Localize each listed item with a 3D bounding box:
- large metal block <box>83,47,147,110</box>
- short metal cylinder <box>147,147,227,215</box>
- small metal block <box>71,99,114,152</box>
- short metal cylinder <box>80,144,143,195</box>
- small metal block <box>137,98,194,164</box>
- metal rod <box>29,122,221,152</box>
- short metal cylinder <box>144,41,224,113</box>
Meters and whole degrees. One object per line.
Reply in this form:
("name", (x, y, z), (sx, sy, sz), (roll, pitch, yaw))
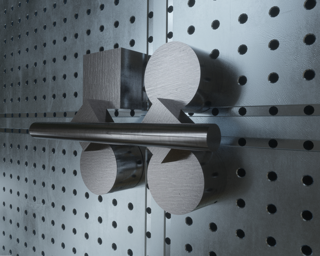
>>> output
("large metal block", (-0.066, -0.066, 0.447), (0.080, 0.050, 0.079), (2, 91, 40))
("short metal cylinder", (0.032, 0.057, 0.367), (0.080, 0.050, 0.080), (0, 90, 40))
("small metal block", (-0.091, -0.004, 0.420), (0.050, 0.025, 0.050), (-47, 62, 29))
("short metal cylinder", (-0.071, 0.053, 0.451), (0.080, 0.050, 0.080), (0, 90, 40))
("small metal block", (0.007, 0.003, 0.339), (0.050, 0.025, 0.050), (48, 118, 29))
("metal rod", (-0.068, 0.006, 0.367), (0.300, 0.025, 0.025), (1, 91, 40))
("short metal cylinder", (0.028, -0.058, 0.370), (0.080, 0.050, 0.080), (0, 90, 40))
